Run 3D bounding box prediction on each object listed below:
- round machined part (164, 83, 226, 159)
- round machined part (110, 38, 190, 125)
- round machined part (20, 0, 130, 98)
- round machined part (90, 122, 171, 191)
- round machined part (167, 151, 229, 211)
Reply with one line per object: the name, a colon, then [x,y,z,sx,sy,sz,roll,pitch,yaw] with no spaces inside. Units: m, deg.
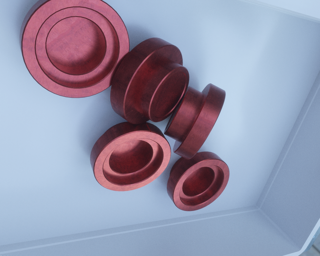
round machined part: [0.039,-0.013,0.388,0.042,0.098,0.097,28,106,-3]
round machined part: [-0.004,-0.045,0.342,0.098,0.042,0.097,-42,153,-28]
round machined part: [-0.083,-0.082,0.302,0.099,0.042,0.097,-14,124,-21]
round machined part: [-0.039,0.031,0.392,0.099,0.042,0.097,-14,131,-17]
round machined part: [0.054,0.077,0.477,0.099,0.042,0.097,-14,125,-21]
